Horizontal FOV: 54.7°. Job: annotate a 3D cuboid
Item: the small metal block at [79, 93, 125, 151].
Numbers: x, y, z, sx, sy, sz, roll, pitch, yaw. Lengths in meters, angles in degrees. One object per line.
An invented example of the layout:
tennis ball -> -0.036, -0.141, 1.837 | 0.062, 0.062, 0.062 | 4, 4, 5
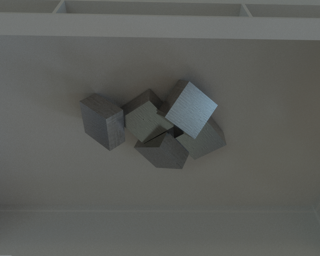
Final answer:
small metal block -> -0.070, -0.008, 0.381 | 0.050, 0.025, 0.050 | 31, 138, 31

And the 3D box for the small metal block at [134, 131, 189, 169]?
small metal block -> 0.002, 0.031, 0.418 | 0.050, 0.025, 0.050 | -4, 139, 46

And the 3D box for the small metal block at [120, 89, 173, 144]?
small metal block -> -0.017, -0.014, 0.395 | 0.050, 0.025, 0.050 | -30, 124, 23

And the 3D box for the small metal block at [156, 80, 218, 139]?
small metal block -> 0.033, -0.023, 0.373 | 0.050, 0.025, 0.050 | 36, 86, -27

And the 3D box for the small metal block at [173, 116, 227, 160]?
small metal block -> 0.053, 0.010, 0.416 | 0.050, 0.025, 0.050 | -29, 125, 22
